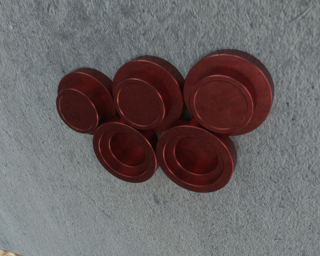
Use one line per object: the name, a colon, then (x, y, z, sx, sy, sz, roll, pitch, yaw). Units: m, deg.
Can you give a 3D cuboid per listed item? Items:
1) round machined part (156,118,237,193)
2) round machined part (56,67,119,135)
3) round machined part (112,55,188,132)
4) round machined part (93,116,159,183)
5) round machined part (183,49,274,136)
round machined part: (0.048, 0.030, 0.390, 0.098, 0.042, 0.097, 13, 124, 20)
round machined part: (-0.104, -0.031, 0.431, 0.098, 0.042, 0.097, 13, 124, 20)
round machined part: (-0.017, -0.037, 0.383, 0.098, 0.042, 0.097, 13, 124, 20)
round machined part: (-0.041, 0.026, 0.433, 0.098, 0.042, 0.097, 13, 124, 20)
round machined part: (0.071, -0.033, 0.339, 0.098, 0.042, 0.097, 13, 124, 20)
